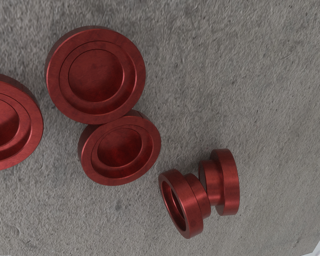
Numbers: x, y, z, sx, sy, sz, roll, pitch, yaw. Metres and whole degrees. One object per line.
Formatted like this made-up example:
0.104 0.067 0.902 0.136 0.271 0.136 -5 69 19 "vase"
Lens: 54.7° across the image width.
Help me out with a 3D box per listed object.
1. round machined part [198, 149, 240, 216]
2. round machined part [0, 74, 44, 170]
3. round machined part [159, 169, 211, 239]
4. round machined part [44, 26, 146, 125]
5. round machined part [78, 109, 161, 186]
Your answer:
0.083 0.080 0.459 0.042 0.098 0.097 -4 123 -2 "round machined part"
-0.167 -0.009 0.299 0.099 0.042 0.097 -14 124 -21 "round machined part"
0.038 0.104 0.444 0.042 0.098 0.097 -20 126 -17 "round machined part"
-0.068 -0.056 0.321 0.099 0.042 0.097 -12 120 -21 "round machined part"
-0.052 0.019 0.379 0.099 0.042 0.097 -14 125 -21 "round machined part"
